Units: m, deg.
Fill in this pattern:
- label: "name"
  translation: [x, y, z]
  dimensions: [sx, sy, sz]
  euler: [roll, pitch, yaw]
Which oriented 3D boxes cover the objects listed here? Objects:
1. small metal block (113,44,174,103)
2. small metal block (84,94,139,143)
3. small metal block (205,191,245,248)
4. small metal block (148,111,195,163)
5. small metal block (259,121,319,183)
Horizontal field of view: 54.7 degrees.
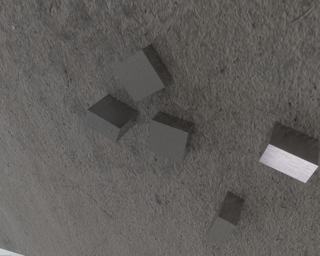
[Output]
- label: "small metal block"
  translation: [-0.021, -0.066, 0.377]
  dimensions: [0.050, 0.025, 0.050]
  euler: [-23, 106, 36]
- label: "small metal block"
  translation: [-0.064, -0.014, 0.416]
  dimensions: [0.050, 0.050, 0.025]
  euler: [30, 128, 9]
- label: "small metal block"
  translation: [0.089, 0.123, 0.420]
  dimensions: [0.025, 0.050, 0.050]
  euler: [26, 128, 12]
- label: "small metal block"
  translation: [0.014, 0.012, 0.407]
  dimensions: [0.050, 0.025, 0.050]
  euler: [20, 126, 16]
- label: "small metal block"
  translation: [0.139, 0.024, 0.332]
  dimensions: [0.050, 0.050, 0.025]
  euler: [26, 128, 12]
